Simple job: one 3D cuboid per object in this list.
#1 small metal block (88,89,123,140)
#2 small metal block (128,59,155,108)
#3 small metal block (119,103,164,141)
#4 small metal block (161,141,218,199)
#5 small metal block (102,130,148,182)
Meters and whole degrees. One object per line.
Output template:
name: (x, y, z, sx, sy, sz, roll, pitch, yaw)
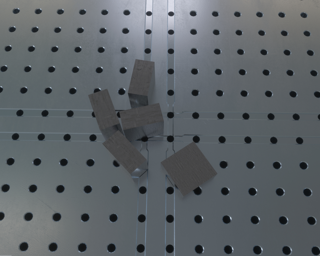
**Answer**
small metal block: (-0.069, -0.015, 0.404, 0.025, 0.050, 0.050, -20, 71, -7)
small metal block: (-0.024, -0.057, 0.419, 0.025, 0.050, 0.050, 9, 70, 3)
small metal block: (-0.023, -0.006, 0.401, 0.050, 0.050, 0.025, -13, 71, -5)
small metal block: (0.036, 0.053, 0.393, 0.050, 0.025, 0.050, -32, 73, -11)
small metal block: (-0.042, 0.036, 0.385, 0.025, 0.050, 0.050, -42, 75, -13)
